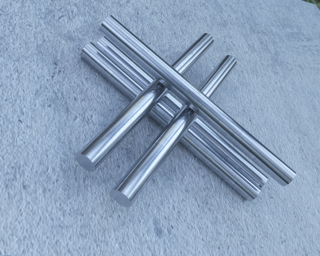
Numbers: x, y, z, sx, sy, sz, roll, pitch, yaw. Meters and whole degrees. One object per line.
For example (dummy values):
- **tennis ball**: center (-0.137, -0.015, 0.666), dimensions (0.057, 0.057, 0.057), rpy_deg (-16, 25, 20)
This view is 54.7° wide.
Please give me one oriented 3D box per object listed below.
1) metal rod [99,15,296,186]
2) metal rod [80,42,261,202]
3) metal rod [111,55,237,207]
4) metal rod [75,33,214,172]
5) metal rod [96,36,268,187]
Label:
- **metal rod**: center (0.047, -0.033, 0.388), dimensions (0.300, 0.025, 0.025), rpy_deg (40, 51, -1)
- **metal rod**: center (0.014, -0.008, 0.419), dimensions (0.300, 0.025, 0.025), rpy_deg (41, 51, -1)
- **metal rod**: center (0.036, -0.018, 0.405), dimensions (0.025, 0.025, 0.301), rpy_deg (41, 51, -1)
- **metal rod**: center (0.000, -0.054, 0.407), dimensions (0.025, 0.025, 0.301), rpy_deg (41, 51, -1)
- **metal rod**: center (0.030, -0.020, 0.435), dimensions (0.300, 0.025, 0.025), rpy_deg (41, 51, -1)
